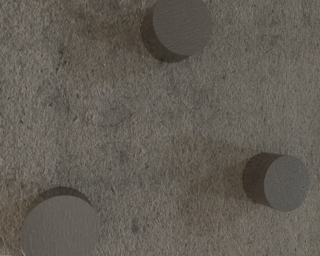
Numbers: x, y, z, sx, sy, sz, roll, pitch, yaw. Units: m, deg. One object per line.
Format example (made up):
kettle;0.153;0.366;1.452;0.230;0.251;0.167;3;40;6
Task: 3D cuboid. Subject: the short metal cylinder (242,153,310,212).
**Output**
short metal cylinder;0.171;0.078;0.459;0.081;0.050;0.080;0;90;-20

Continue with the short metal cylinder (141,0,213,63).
short metal cylinder;0.021;-0.129;0.403;0.081;0.050;0.080;0;90;-20

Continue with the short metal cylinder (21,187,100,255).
short metal cylinder;-0.113;0.112;0.354;0.081;0.050;0.080;0;90;-20
